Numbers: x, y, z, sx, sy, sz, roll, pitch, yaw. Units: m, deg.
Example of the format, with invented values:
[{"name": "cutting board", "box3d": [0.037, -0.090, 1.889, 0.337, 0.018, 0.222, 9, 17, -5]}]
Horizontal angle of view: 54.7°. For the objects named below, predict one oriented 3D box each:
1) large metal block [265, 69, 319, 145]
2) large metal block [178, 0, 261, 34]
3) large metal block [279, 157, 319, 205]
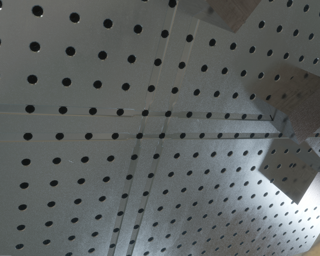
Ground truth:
[{"name": "large metal block", "box3d": [0.229, -0.033, 0.503, 0.080, 0.050, 0.080, -41, 130, -1]}, {"name": "large metal block", "box3d": [0.065, -0.154, 0.318, 0.050, 0.080, 0.080, 31, 101, -38]}, {"name": "large metal block", "box3d": [0.307, 0.109, 0.634, 0.081, 0.050, 0.079, 6, 116, -32]}]
